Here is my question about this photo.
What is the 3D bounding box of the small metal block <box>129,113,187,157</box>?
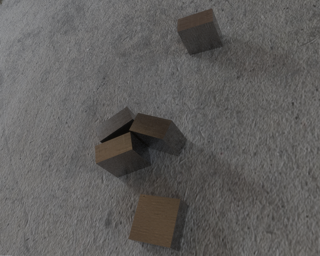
[{"bbox_3d":[-0.001,0.009,0.383,0.050,0.050,0.025,14,70,33],"label":"small metal block"}]

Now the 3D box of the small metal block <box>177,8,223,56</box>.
[{"bbox_3d":[0.058,-0.135,0.440,0.050,0.050,0.025,-11,57,22],"label":"small metal block"}]

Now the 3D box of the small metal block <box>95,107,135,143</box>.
[{"bbox_3d":[-0.047,0.007,0.408,0.050,0.050,0.025,-34,48,6],"label":"small metal block"}]

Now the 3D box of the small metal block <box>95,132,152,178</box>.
[{"bbox_3d":[-0.046,0.035,0.390,0.050,0.050,0.025,-22,54,15],"label":"small metal block"}]

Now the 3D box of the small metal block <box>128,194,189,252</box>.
[{"bbox_3d":[-0.001,0.103,0.341,0.050,0.025,0.050,1,62,28],"label":"small metal block"}]
